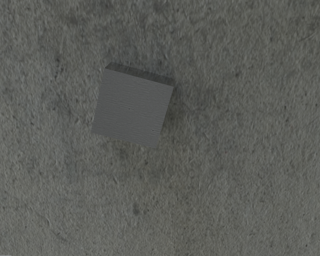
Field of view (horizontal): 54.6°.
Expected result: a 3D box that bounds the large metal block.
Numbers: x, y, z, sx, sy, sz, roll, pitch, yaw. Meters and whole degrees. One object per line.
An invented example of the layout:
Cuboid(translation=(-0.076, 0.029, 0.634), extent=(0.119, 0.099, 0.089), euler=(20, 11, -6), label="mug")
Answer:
Cuboid(translation=(-0.034, -0.029, 0.385), extent=(0.080, 0.050, 0.079), euler=(14, 109, -5), label="large metal block")
